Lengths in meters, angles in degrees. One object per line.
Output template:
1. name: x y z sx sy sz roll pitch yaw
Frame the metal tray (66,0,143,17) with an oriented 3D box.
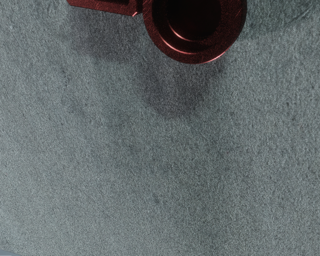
1. metal tray: -0.056 -0.189 0.314 0.090 0.030 0.129 16 125 18

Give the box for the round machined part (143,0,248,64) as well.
1. round machined part: 0.036 -0.116 0.304 0.098 0.042 0.097 13 124 20
